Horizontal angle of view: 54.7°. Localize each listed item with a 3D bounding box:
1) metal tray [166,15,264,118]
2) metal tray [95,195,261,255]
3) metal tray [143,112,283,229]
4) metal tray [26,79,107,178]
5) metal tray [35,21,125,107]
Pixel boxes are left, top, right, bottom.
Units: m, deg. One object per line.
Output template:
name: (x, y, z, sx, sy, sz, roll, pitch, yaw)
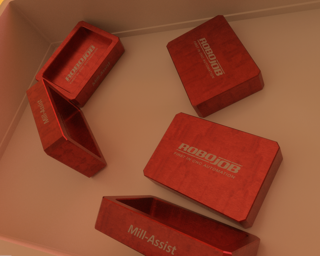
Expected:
metal tray: (0.070, -0.087, 0.418, 0.090, 0.030, 0.130, -26, 53, 11)
metal tray: (0.016, 0.098, 0.291, 0.130, 0.090, 0.030, 14, 88, 33)
metal tray: (0.056, 0.041, 0.347, 0.130, 0.030, 0.090, 20, 72, 35)
metal tray: (-0.131, -0.001, 0.430, 0.030, 0.090, 0.130, -38, 51, 4)
metal tray: (-0.133, -0.109, 0.519, 0.090, 0.030, 0.130, 29, 78, 20)
